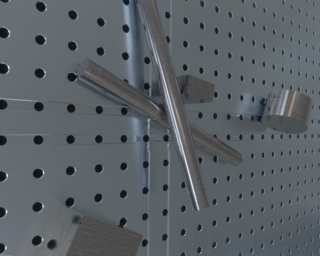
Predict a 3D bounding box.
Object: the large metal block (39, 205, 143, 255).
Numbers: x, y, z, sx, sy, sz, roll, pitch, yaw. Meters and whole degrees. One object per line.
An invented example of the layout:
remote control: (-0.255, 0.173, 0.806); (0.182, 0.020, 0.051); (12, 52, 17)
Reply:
large metal block: (-0.076, 0.137, 0.330); (0.080, 0.050, 0.080); (33, 69, -35)

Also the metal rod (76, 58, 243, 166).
metal rod: (0.021, -0.007, 0.427); (0.301, 0.025, 0.025); (29, 72, -36)

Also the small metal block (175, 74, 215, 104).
small metal block: (0.038, -0.052, 0.425); (0.050, 0.050, 0.025); (12, 82, -40)

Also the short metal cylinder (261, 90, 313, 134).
short metal cylinder: (0.233, -0.029, 0.569); (0.080, 0.080, 0.050); (31, 71, -36)

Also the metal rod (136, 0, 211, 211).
metal rod: (0.014, -0.044, 0.391); (0.025, 0.025, 0.298); (-16, 91, -39)
